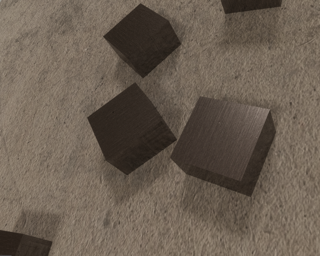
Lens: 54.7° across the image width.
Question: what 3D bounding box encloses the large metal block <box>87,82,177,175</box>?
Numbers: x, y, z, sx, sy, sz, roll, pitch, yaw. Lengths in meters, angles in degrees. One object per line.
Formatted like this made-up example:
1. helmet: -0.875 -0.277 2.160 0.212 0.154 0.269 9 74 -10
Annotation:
1. large metal block: -0.038 0.001 0.406 0.080 0.050 0.080 -36 51 4

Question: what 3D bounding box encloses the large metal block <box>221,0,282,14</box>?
1. large metal block: 0.125 -0.213 0.433 0.080 0.080 0.050 3 63 29

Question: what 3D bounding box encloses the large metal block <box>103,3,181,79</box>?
1. large metal block: -0.028 -0.138 0.486 0.080 0.050 0.080 -43 51 -2

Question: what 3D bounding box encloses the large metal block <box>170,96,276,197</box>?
1. large metal block: 0.071 0.018 0.339 0.080 0.050 0.080 16 70 34

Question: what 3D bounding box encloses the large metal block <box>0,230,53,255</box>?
1. large metal block: -0.193 0.172 0.381 0.080 0.050 0.080 -2 61 27
